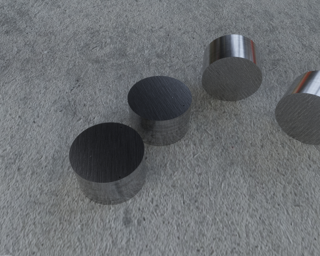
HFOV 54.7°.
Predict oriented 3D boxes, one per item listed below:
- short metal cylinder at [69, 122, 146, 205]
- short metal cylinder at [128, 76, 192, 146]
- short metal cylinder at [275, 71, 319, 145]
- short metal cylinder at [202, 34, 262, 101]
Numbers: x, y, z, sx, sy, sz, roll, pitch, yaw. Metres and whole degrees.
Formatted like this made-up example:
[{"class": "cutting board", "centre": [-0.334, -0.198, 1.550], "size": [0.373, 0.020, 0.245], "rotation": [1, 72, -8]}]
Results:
[{"class": "short metal cylinder", "centre": [-0.057, 0.040, 0.353], "size": [0.080, 0.050, 0.080], "rotation": [0, 50, 0]}, {"class": "short metal cylinder", "centre": [0.000, -0.023, 0.406], "size": [0.080, 0.050, 0.080], "rotation": [0, 50, 0]}, {"class": "short metal cylinder", "centre": [0.195, -0.025, 0.389], "size": [0.080, 0.080, 0.050], "rotation": [30, 56, 23]}, {"class": "short metal cylinder", "centre": [0.101, -0.084, 0.438], "size": [0.080, 0.080, 0.050], "rotation": [5, 50, 4]}]
